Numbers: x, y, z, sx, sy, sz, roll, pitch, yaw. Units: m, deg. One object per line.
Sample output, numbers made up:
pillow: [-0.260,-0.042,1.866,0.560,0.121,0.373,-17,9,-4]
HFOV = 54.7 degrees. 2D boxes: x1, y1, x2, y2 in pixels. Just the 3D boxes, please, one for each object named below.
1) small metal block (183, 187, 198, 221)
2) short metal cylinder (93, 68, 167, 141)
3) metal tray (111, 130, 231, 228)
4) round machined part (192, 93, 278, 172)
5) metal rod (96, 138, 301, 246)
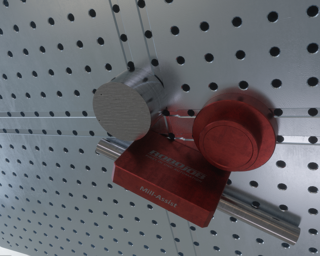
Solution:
small metal block: [0.041,0.087,0.414,0.050,0.025,0.050,26,95,13]
short metal cylinder: [-0.037,-0.030,0.395,0.080,0.050,0.079,12,123,20]
metal tray: [0.017,0.059,0.396,0.130,0.090,0.030,24,127,13]
round machined part: [0.084,0.012,0.363,0.098,0.042,0.097,13,124,20]
metal rod: [0.044,0.084,0.440,0.301,0.025,0.025,23,127,14]
